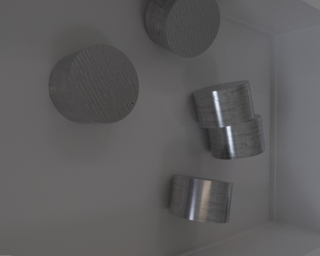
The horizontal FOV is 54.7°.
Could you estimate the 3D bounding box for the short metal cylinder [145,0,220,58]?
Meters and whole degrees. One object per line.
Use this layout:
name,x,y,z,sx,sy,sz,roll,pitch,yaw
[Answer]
short metal cylinder,0.029,-0.135,0.394,0.081,0.050,0.079,-17,126,-25

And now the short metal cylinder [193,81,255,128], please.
short metal cylinder,0.092,-0.035,0.447,0.081,0.080,0.050,-22,104,-38

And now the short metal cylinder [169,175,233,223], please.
short metal cylinder,0.055,0.093,0.417,0.081,0.080,0.050,13,82,-39

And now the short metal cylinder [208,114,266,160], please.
short metal cylinder,0.114,0.011,0.466,0.081,0.080,0.050,-17,101,-39

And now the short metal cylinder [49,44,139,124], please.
short metal cylinder,-0.070,-0.044,0.331,0.081,0.050,0.080,0,90,-40
